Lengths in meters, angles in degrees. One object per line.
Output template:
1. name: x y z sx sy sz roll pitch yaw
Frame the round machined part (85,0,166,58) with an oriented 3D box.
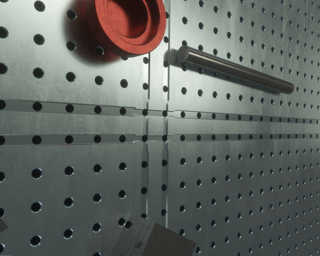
1. round machined part: -0.043 -0.131 0.363 0.099 0.042 0.097 0 90 -40

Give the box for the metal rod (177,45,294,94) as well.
1. metal rod: 0.147 -0.093 0.535 0.302 0.025 0.025 6 86 -40

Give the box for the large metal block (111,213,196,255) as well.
1. large metal block: -0.011 0.163 0.386 0.080 0.050 0.080 38 67 -34

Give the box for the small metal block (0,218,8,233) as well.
1. small metal block: -0.172 0.082 0.266 0.050 0.025 0.050 -40 115 -33
